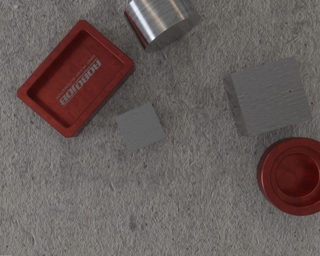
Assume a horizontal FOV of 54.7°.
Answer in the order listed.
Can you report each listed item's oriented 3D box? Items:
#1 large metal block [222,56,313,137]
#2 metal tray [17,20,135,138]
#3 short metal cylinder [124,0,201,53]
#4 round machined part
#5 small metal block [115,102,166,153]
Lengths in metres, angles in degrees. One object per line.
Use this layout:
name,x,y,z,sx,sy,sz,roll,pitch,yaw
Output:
large metal block,0.135,-0.039,0.399,0.080,0.050,0.080,-16,90,0
metal tray,-0.107,-0.062,0.406,0.090,0.030,0.130,41,90,0
short metal cylinder,0.003,-0.136,0.383,0.080,0.080,0.050,-31,90,0
round machined part,0.175,0.060,0.403,0.099,0.042,0.097,0,90,0
small metal block,-0.025,-0.001,0.410,0.050,0.025,0.050,-24,90,0
